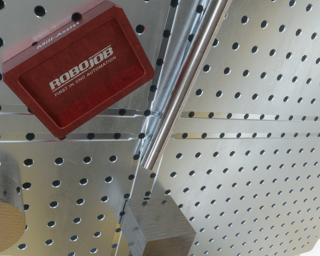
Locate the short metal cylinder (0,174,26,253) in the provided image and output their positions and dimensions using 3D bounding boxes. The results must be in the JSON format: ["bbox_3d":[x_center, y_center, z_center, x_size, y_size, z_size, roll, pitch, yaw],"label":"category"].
[{"bbox_3d":[-0.197,0.097,0.348,0.081,0.050,0.079,-14,124,-21],"label":"short metal cylinder"}]

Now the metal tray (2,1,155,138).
[{"bbox_3d":[-0.080,-0.059,0.326,0.130,0.030,0.090,-34,129,-6],"label":"metal tray"}]

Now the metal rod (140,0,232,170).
[{"bbox_3d":[0.039,-0.077,0.384,0.025,0.025,0.298,10,113,-33],"label":"metal rod"}]

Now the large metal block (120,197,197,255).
[{"bbox_3d":[-0.005,0.153,0.468,0.081,0.080,0.050,2,117,-30],"label":"large metal block"}]
